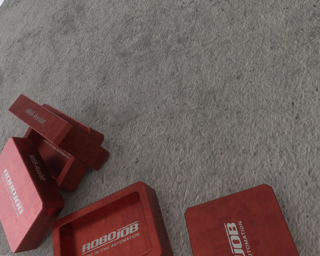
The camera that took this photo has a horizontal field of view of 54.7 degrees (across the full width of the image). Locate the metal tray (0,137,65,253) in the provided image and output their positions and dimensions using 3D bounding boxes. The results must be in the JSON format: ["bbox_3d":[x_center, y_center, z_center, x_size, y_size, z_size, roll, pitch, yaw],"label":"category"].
[{"bbox_3d":[-0.184,0.085,0.416,0.130,0.030,0.090,48,112,33],"label":"metal tray"}]

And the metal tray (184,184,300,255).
[{"bbox_3d":[0.081,0.126,0.281,0.090,0.030,0.130,-22,54,15],"label":"metal tray"}]

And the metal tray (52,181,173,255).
[{"bbox_3d":[-0.059,0.128,0.352,0.130,0.030,0.090,-27,52,11],"label":"metal tray"}]

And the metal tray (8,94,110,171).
[{"bbox_3d":[-0.141,0.005,0.432,0.130,0.090,0.030,26,76,37],"label":"metal tray"}]

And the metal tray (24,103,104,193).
[{"bbox_3d":[-0.149,0.025,0.451,0.130,0.030,0.090,24,83,39],"label":"metal tray"}]
